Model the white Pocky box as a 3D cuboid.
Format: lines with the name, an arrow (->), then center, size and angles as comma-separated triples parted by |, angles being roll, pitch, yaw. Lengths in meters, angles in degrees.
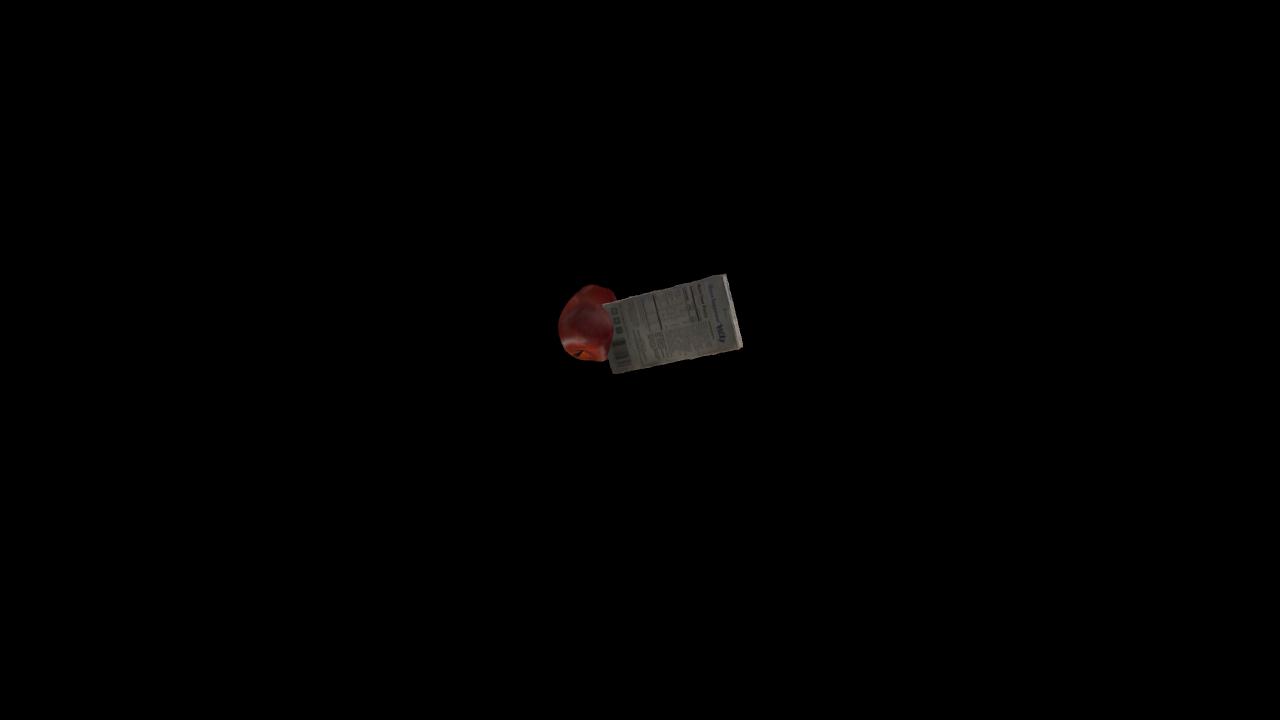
white Pocky box -> 0.030, -0.038, 0.686 | 0.154, 0.084, 0.028 | -12, 7, 22

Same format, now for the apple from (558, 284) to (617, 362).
apple -> -0.059, -0.042, 0.721 | 0.079, 0.093, 0.079 | 13, -25, 6
